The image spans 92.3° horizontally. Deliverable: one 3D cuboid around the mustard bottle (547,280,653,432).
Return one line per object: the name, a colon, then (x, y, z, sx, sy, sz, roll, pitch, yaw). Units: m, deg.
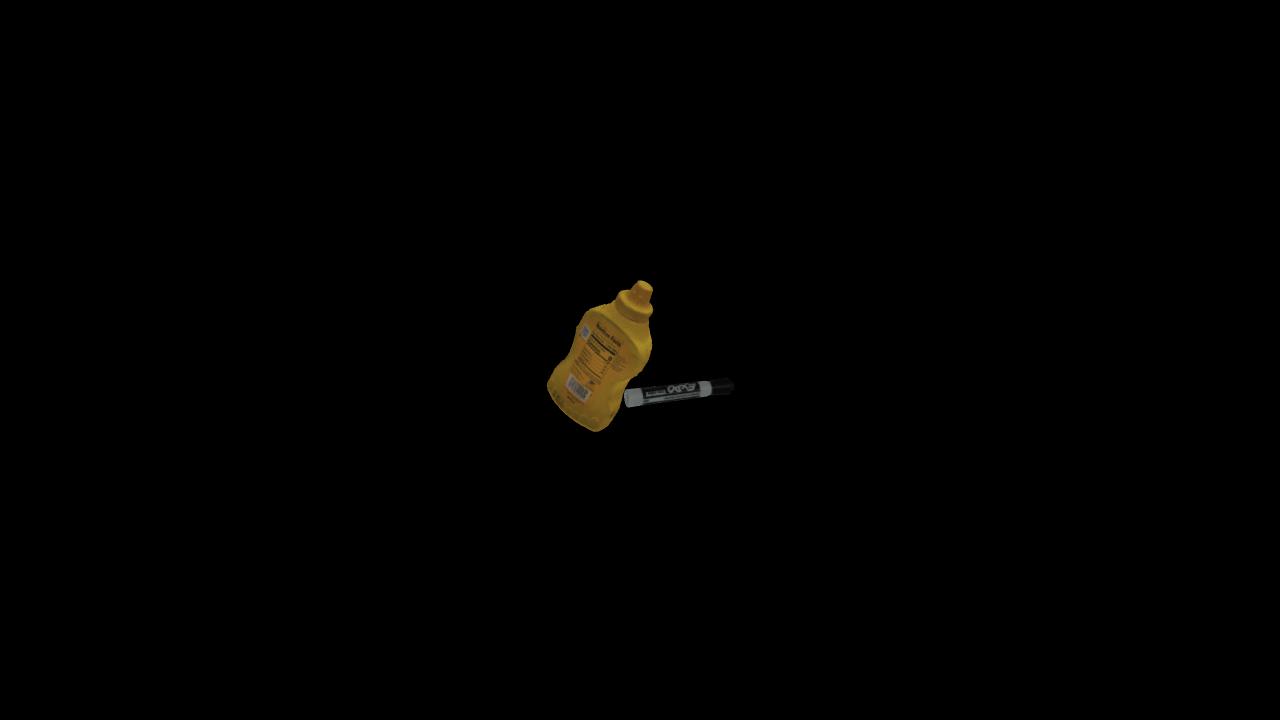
mustard bottle: (-0.035, -0.011, 0.687, 0.092, 0.184, 0.054, 44, 32, 21)

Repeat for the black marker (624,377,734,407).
black marker: (0.043, 0.033, 0.647, 0.121, 0.020, 0.020, -6, 2, -17)
